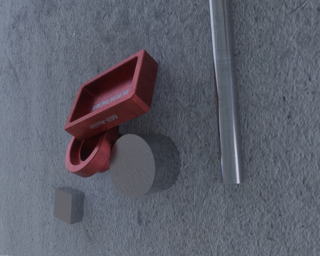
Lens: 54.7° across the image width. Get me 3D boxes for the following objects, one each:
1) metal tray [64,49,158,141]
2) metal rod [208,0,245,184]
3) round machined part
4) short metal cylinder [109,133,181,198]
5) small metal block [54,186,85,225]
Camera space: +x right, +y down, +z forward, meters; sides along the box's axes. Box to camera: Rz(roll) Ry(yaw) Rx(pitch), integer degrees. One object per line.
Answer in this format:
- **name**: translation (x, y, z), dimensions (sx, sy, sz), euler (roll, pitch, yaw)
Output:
- **metal tray**: translation (-0.067, -0.043, 0.419), dimensions (0.130, 0.030, 0.090), euler (-21, 43, 32)
- **metal rod**: translation (0.070, -0.089, 0.346), dimensions (0.025, 0.025, 0.298), euler (-6, 86, 40)
- **round machined part**: translation (-0.091, 0.027, 0.452), dimensions (0.098, 0.042, 0.098), euler (-30, 43, 33)
- **short metal cylinder**: translation (-0.020, 0.047, 0.405), dimensions (0.080, 0.050, 0.080), euler (0, 90, 40)
- **small metal block**: translation (-0.157, 0.132, 0.535), dimensions (0.050, 0.025, 0.050), euler (7, 94, 39)
